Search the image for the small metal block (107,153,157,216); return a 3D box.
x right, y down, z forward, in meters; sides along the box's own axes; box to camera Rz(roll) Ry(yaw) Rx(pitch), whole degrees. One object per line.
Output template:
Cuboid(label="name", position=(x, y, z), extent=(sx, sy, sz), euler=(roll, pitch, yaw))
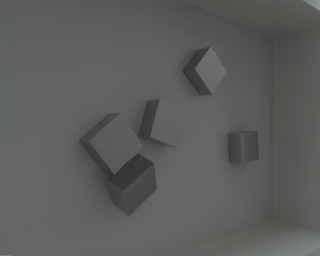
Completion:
Cuboid(label="small metal block", position=(-0.031, 0.067, 0.367), extent=(0.050, 0.025, 0.050), euler=(-40, 143, -33))

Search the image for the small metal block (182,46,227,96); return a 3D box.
Cuboid(label="small metal block", position=(0.068, -0.084, 0.463), extent=(0.050, 0.025, 0.050), euler=(49, 61, -29))

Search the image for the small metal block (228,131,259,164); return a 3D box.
Cuboid(label="small metal block", position=(0.142, 0.031, 0.525), extent=(0.050, 0.025, 0.050), euler=(-6, 94, -40))

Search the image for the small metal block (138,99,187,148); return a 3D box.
Cuboid(label="small metal block", position=(0.004, -0.005, 0.410), extent=(0.050, 0.025, 0.050), euler=(23, 76, -38))

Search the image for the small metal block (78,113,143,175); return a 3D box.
Cuboid(label="small metal block", position=(-0.056, 0.018, 0.359), extent=(0.050, 0.025, 0.050), euler=(-46, 118, -30))
